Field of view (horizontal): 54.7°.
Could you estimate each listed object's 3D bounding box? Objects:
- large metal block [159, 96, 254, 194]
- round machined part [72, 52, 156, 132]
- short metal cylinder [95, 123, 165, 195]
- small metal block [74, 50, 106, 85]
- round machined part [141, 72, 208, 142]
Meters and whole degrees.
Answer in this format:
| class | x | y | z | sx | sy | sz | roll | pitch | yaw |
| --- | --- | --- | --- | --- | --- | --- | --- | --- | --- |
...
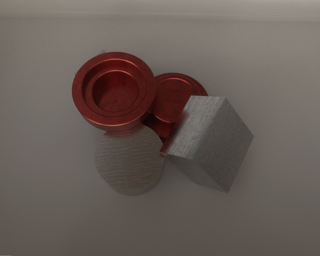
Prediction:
| class | x | y | z | sx | sy | sz | roll | pitch | yaw |
| --- | --- | --- | --- | --- | --- | --- | --- | --- | --- |
| large metal block | 0.058 | 0.019 | 0.365 | 0.050 | 0.080 | 0.080 | 9 | 63 | 47 |
| round machined part | -0.054 | -0.041 | 0.382 | 0.099 | 0.042 | 0.098 | 0 | 70 | -1 |
| short metal cylinder | -0.035 | 0.039 | 0.380 | 0.081 | 0.050 | 0.080 | 0 | 70 | 0 |
| small metal block | -0.082 | -0.069 | 0.418 | 0.025 | 0.050 | 0.050 | 42 | 76 | 13 |
| round machined part | 0.018 | -0.031 | 0.409 | 0.099 | 0.042 | 0.098 | 0 | 70 | -1 |
